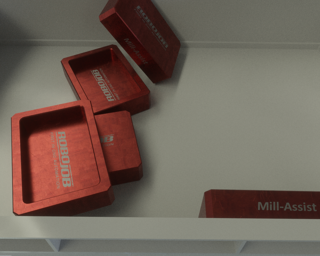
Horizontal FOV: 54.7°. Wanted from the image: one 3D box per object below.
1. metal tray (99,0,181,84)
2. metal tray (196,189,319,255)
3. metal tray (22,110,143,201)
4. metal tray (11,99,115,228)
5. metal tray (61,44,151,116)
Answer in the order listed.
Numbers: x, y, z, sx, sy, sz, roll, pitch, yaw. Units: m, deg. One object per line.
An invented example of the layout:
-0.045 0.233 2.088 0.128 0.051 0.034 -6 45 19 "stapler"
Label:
-0.023 -0.141 0.458 0.030 0.130 0.090 -15 43 35 "metal tray"
0.103 0.092 0.286 0.131 0.089 0.030 1 50 0 "metal tray"
-0.093 0.030 0.376 0.131 0.030 0.090 -10 51 -9 "metal tray"
-0.108 0.031 0.334 0.091 0.030 0.130 -14 52 -12 "metal tray"
-0.081 -0.066 0.456 0.091 0.030 0.130 -22 53 -18 "metal tray"
